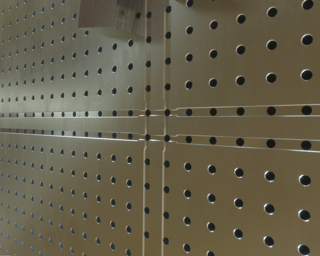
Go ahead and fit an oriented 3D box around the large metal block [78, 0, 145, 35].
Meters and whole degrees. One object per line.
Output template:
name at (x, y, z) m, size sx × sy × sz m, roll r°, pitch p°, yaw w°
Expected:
large metal block at (-0.070, -0.180, 0.448) m, size 0.080 × 0.050 × 0.079 m, roll 13°, pitch 98°, yaw 39°
